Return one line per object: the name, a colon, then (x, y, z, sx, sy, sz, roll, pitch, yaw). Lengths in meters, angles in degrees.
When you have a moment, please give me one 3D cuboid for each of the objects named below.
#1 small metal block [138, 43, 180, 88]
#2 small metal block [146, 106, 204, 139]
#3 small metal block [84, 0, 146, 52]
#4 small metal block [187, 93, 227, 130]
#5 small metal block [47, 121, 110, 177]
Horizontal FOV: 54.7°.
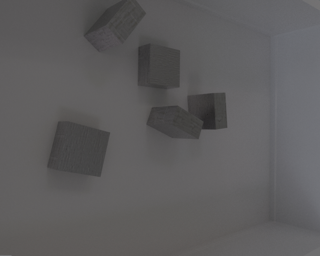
small metal block: (-0.001, -0.079, 0.405, 0.050, 0.025, 0.050, 1, 89, -40)
small metal block: (0.020, -0.006, 0.406, 0.050, 0.050, 0.025, 28, 73, -37)
small metal block: (-0.051, -0.116, 0.347, 0.025, 0.050, 0.050, 46, 63, -31)
small metal block: (0.068, -0.024, 0.447, 0.025, 0.050, 0.050, -7, 95, -40)
small metal block: (-0.087, 0.023, 0.334, 0.050, 0.025, 0.050, 18, 79, -39)
